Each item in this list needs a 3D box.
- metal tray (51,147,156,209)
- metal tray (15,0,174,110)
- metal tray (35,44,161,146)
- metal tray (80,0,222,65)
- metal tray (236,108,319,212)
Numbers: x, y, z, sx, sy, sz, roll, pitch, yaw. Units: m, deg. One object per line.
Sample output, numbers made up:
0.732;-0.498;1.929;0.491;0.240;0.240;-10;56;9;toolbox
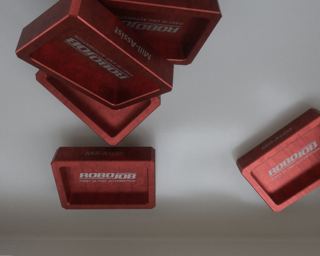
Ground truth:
-0.072;0.069;0.422;0.131;0.030;0.089;0;124;-1;metal tray
-0.059;-0.067;0.309;0.090;0.030;0.130;-16;149;36;metal tray
-0.074;-0.051;0.388;0.090;0.030;0.130;-42;105;13;metal tray
-0.015;-0.106;0.321;0.131;0.090;0.030;-1;67;-18;metal tray
0.186;0.046;0.428;0.130;0.030;0.090;-38;106;12;metal tray
